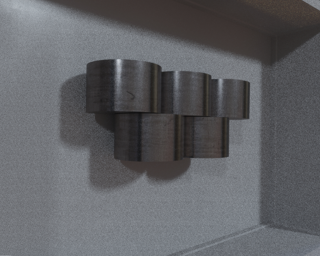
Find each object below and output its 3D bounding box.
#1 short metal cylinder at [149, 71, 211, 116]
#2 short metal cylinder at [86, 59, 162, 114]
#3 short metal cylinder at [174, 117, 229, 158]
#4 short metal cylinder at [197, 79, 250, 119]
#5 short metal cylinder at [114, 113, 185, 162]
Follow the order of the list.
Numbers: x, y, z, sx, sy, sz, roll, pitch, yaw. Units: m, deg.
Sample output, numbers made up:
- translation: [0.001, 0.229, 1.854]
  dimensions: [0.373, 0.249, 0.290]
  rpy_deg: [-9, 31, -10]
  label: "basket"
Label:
- translation: [0.024, -0.039, 0.388]
  dimensions: [0.081, 0.080, 0.050]
  rpy_deg: [1, 90, -40]
  label: "short metal cylinder"
- translation: [-0.039, -0.041, 0.336]
  dimensions: [0.081, 0.080, 0.050]
  rpy_deg: [1, 90, -40]
  label: "short metal cylinder"
- translation: [0.051, 0.012, 0.411]
  dimensions: [0.081, 0.080, 0.050]
  rpy_deg: [1, 90, -40]
  label: "short metal cylinder"
- translation: [0.086, -0.038, 0.440]
  dimensions: [0.081, 0.080, 0.050]
  rpy_deg: [2, 89, -40]
  label: "short metal cylinder"
- translation: [-0.012, 0.010, 0.358]
  dimensions: [0.081, 0.080, 0.050]
  rpy_deg: [1, 90, -40]
  label: "short metal cylinder"
